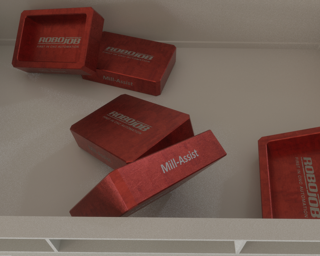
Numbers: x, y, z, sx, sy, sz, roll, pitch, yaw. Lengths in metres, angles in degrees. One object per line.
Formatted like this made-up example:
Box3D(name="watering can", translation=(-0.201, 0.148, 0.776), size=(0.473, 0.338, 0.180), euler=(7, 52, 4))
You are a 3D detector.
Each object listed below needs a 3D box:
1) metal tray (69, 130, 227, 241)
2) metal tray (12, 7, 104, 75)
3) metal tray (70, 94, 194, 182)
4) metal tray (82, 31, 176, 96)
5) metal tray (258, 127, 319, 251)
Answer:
Box3D(name="metal tray", translation=(-0.007, 0.050, 0.289), size=(0.131, 0.090, 0.030), euler=(-19, 72, -46))
Box3D(name="metal tray", translation=(-0.152, -0.128, 0.458), size=(0.130, 0.030, 0.090), euler=(6, 85, 21))
Box3D(name="metal tray", translation=(-0.036, 0.005, 0.367), size=(0.091, 0.030, 0.130), euler=(-37, 37, -27))
Box3D(name="metal tray", translation=(-0.049, -0.104, 0.487), size=(0.131, 0.030, 0.090), euler=(14, 53, 11))
Box3D(name="metal tray", translation=(0.154, 0.058, 0.324), size=(0.090, 0.030, 0.130), euler=(-12, 40, 25))
